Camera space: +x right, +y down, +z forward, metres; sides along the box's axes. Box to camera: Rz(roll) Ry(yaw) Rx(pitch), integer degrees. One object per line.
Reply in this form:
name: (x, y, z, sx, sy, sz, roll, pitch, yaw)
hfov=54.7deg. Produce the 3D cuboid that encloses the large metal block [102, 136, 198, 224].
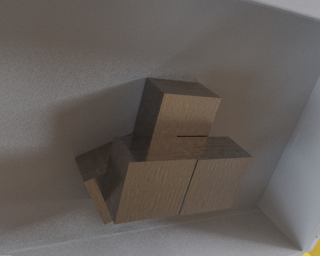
large metal block: (-0.014, 0.056, 0.353, 0.081, 0.050, 0.079, 1, 118, -29)

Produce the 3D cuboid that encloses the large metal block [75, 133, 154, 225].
large metal block: (-0.053, 0.065, 0.402, 0.081, 0.050, 0.080, -24, 127, -14)

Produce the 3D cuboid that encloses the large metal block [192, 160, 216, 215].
large metal block: (0.040, 0.070, 0.454, 0.080, 0.050, 0.080, -47, 129, 5)

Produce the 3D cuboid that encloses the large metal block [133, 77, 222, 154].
large metal block: (0.020, -0.014, 0.392, 0.081, 0.050, 0.079, 1, 118, -29)

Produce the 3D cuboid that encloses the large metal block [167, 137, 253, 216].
large metal block: (0.057, 0.058, 0.391, 0.081, 0.050, 0.079, 1, 118, -29)
